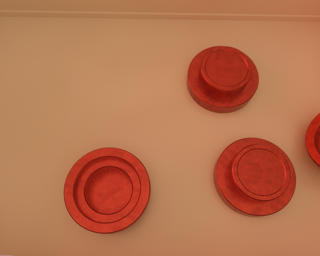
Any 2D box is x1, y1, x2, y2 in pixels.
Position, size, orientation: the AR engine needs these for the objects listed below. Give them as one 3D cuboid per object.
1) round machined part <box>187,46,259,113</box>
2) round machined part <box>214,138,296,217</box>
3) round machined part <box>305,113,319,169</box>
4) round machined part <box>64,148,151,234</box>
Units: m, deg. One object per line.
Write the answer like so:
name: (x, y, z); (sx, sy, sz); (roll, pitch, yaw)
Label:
round machined part: (0.088, -0.073, 0.428); (0.099, 0.042, 0.098); (0, 70, -1)
round machined part: (0.118, 0.058, 0.381); (0.099, 0.042, 0.098); (0, 70, -1)
round machined part: (0.236, 0.019, 0.380); (0.098, 0.042, 0.098); (-21, 51, 29)
round machined part: (-0.060, 0.076, 0.372); (0.099, 0.042, 0.098); (0, 70, -1)
